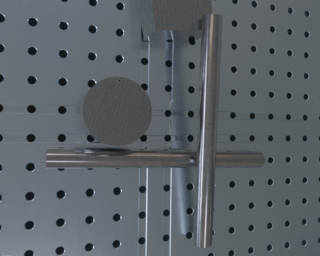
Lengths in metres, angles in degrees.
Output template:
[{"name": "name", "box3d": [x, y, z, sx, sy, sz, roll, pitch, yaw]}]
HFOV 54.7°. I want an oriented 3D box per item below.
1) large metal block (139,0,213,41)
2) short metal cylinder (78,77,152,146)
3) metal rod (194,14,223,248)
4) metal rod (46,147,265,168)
[{"name": "large metal block", "box3d": [0.019, -0.161, 0.406, 0.081, 0.050, 0.079, -7, 93, -20]}, {"name": "short metal cylinder", "box3d": [-0.056, -0.019, 0.379, 0.081, 0.050, 0.079, 0, 90, -20]}, {"name": "metal rod", "box3d": [0.061, 0.010, 0.402, 0.025, 0.025, 0.298, -2, 99, -20]}, {"name": "metal rod", "box3d": [0.008, 0.041, 0.416, 0.302, 0.025, 0.025, 3, 89, -20]}]
